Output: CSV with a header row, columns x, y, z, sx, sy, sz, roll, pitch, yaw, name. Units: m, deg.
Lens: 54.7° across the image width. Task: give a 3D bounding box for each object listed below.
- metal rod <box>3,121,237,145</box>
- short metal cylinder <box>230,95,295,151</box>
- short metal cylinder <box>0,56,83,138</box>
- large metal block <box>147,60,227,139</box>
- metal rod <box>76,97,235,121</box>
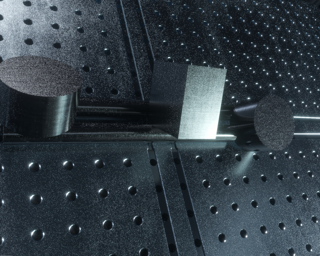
x,y,z,sx,sy,sz,roll,pitch,yaw,name
-0.027,0.006,0.389,0.303,0.025,0.025,1,62,-28,metal rod
0.151,-0.005,0.460,0.081,0.050,0.080,4,82,-27,short metal cylinder
-0.127,-0.035,0.326,0.081,0.050,0.080,15,34,-10,short metal cylinder
0.029,-0.036,0.372,0.050,0.080,0.079,1,103,-28,large metal block
0.031,-0.024,0.438,0.303,0.025,0.025,1,62,-28,metal rod
